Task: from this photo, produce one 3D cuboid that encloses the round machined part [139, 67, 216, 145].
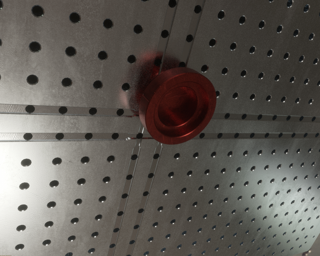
[{"bbox_3d":[0.019,-0.031,0.393,0.099,0.042,0.097,-14,125,-21],"label":"round machined part"}]
